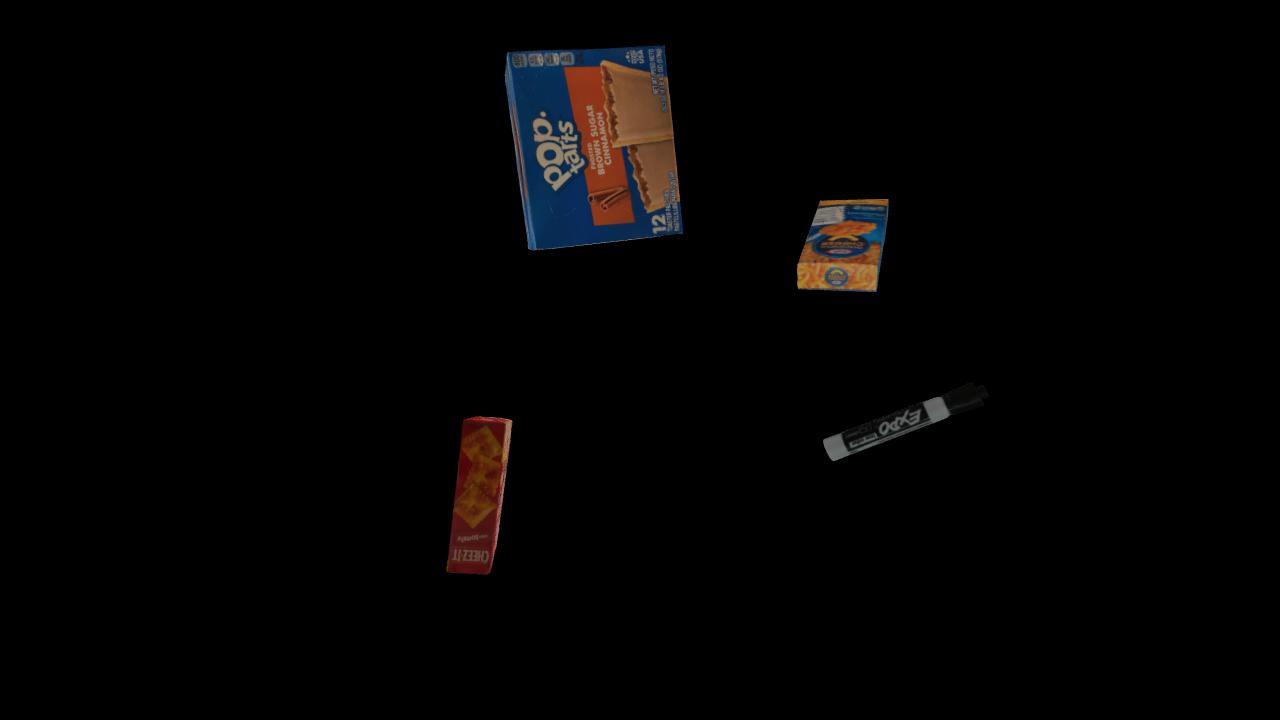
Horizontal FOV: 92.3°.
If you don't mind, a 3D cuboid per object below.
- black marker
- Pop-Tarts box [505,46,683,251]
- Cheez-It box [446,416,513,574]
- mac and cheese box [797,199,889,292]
[{"bbox_3d":[0.199,0.047,0.465,0.121,0.020,0.020,-27,-12,24],"label":"black marker"},{"bbox_3d":[-0.044,-0.193,0.577,0.141,0.167,0.083,-8,10,-12],"label":"Pop-Tarts box"},{"bbox_3d":[-0.249,0.202,0.965,0.071,0.223,0.166,6,-4,-9],"label":"Cheez-It box"},{"bbox_3d":[0.261,-0.150,0.782,0.093,0.041,0.184,6,39,21],"label":"mac and cheese box"}]
